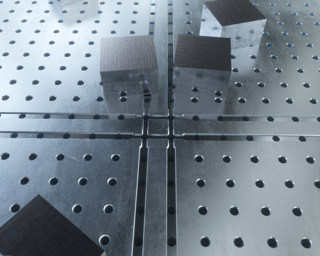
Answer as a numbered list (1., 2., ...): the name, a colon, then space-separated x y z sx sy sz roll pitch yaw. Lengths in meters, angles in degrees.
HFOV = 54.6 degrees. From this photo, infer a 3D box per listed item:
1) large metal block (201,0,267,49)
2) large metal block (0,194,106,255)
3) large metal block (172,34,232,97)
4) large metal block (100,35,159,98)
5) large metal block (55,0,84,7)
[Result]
1. large metal block: 0.126 -0.185 0.547 0.081 0.050 0.080 -13 51 -11
2. large metal block: -0.090 0.117 0.273 0.080 0.080 0.050 31 57 23
3. large metal block: 0.064 -0.096 0.473 0.080 0.050 0.080 6 50 5
4. large metal block: -0.047 -0.095 0.471 0.080 0.050 0.080 -5 50 -4
5. large metal block: -0.190 -0.304 0.646 0.080 0.050 0.080 -30 56 -23
